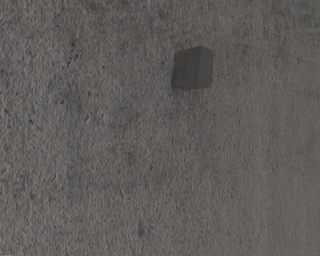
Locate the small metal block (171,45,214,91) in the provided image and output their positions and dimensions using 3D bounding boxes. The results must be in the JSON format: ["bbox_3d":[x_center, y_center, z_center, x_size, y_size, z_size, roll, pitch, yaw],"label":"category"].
[{"bbox_3d":[0.044,-0.080,0.424,0.025,0.050,0.050,10,84,-40],"label":"small metal block"}]
